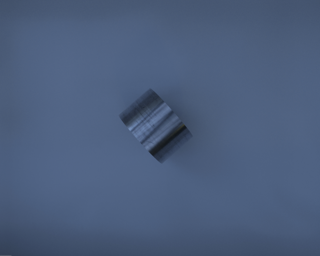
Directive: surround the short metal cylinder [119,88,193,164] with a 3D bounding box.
[{"bbox_3d":[-0.005,-0.003,0.381,0.050,0.080,0.080,-41,91,0],"label":"short metal cylinder"}]
